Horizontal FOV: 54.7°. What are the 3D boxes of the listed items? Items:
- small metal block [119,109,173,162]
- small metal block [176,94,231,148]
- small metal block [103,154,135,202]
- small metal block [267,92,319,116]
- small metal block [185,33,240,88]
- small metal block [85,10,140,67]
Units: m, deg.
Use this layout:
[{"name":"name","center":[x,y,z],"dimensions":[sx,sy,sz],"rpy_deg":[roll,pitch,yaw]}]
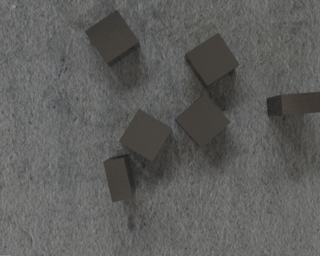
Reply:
[{"name":"small metal block","center":[-0.018,0.009,0.410],"dimensions":[0.050,0.025,0.050],"rpy_deg":[31,90,-1]},{"name":"small metal block","center":[0.056,-0.009,0.411],"dimensions":[0.050,0.025,0.050],"rpy_deg":[-42,91,0]},{"name":"small metal block","center":[-0.050,0.062,0.397],"dimensions":[0.025,0.050,0.050],"rpy_deg":[-13,90,0]},{"name":"small metal block","center":[0.173,-0.030,0.400],"dimensions":[0.050,0.050,0.025],"rpy_deg":[-4,90,-1]},{"name":"small metal block","center":[0.068,-0.089,0.411],"dimensions":[0.050,0.025,0.050],"rpy_deg":[-33,90,0]},{"name":"small metal block","center":[-0.062,-0.117,0.409],"dimensions":[0.050,0.025,0.050],"rpy_deg":[-35,90,0]}]
